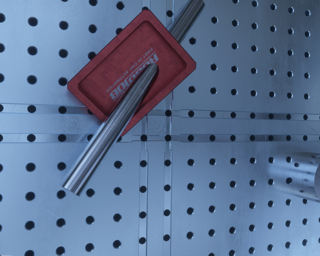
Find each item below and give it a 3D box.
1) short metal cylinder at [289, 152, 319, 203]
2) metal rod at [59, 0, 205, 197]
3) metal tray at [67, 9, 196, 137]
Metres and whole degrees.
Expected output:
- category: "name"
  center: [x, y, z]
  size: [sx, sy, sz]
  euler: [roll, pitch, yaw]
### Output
- category: "short metal cylinder"
  center: [0.257, 0.080, 0.494]
  size: [0.081, 0.050, 0.079]
  euler: [0, 90, -20]
- category: "metal rod"
  center: [-0.022, -0.053, 0.380]
  size: [0.025, 0.025, 0.300]
  euler: [38, 69, -16]
- category: "metal tray"
  center: [-0.033, -0.064, 0.375]
  size: [0.130, 0.030, 0.090]
  euler: [-43, 105, 5]
